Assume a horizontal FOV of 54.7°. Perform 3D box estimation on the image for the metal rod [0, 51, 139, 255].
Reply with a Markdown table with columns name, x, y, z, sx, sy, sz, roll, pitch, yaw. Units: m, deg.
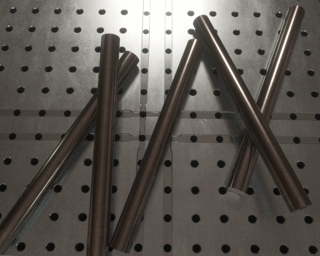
| name | x | y | z | sx | sy | sz | roll | pitch | yaw |
| --- | --- | --- | --- | --- | --- | --- | --- | --- | --- |
| metal rod | -0.115 | 0.019 | 0.403 | 0.025 | 0.025 | 0.300 | 28 | 72 | 9 |

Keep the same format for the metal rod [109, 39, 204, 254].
| name | x | y | z | sx | sy | sz | roll | pitch | yaw |
| --- | --- | --- | --- | --- | --- | --- | --- | --- | --- |
| metal rod | 0.003 | 0.009 | 0.408 | 0.025 | 0.025 | 0.300 | 19 | 71 | 6 |

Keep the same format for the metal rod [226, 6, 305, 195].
| name | x | y | z | sx | sy | sz | roll | pitch | yaw |
| --- | --- | --- | --- | --- | --- | --- | --- | --- | --- |
| metal rod | 0.153 | -0.051 | 0.432 | 0.025 | 0.025 | 0.300 | 22 | 71 | 7 |

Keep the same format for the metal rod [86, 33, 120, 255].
| name | x | y | z | sx | sy | sz | roll | pitch | yaw |
| --- | --- | --- | --- | --- | --- | --- | --- | --- | --- |
| metal rod | -0.069 | 0.023 | 0.385 | 0.025 | 0.025 | 0.299 | 1 | 76 | 0 |

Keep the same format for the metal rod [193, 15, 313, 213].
| name | x | y | z | sx | sy | sz | roll | pitch | yaw |
| --- | --- | --- | --- | --- | --- | --- | --- | --- | --- |
| metal rod | 0.108 | -0.037 | 0.405 | 0.025 | 0.025 | 0.299 | -17 | 63 | -6 |
